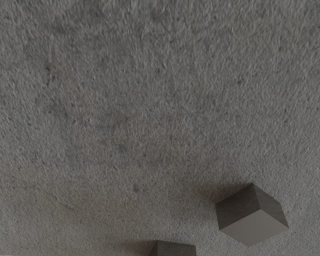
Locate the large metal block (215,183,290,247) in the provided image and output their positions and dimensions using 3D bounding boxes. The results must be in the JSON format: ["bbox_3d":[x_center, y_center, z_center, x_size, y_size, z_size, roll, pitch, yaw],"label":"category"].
[{"bbox_3d":[0.153,0.148,0.520,0.080,0.050,0.080,36,121,-27],"label":"large metal block"}]

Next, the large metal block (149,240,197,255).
[{"bbox_3d":[0.022,0.275,0.626,0.081,0.050,0.079,13,129,-11],"label":"large metal block"}]
